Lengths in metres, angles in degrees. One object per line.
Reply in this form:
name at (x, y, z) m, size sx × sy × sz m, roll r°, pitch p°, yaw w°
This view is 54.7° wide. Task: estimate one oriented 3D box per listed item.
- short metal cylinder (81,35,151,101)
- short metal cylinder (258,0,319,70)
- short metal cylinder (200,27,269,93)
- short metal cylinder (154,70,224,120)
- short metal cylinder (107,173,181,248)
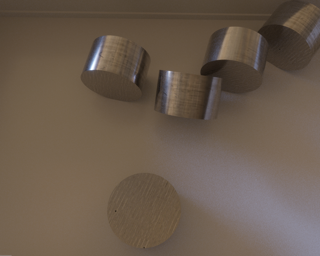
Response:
short metal cylinder at (-0.057, -0.076, 0.408) m, size 0.080 × 0.080 × 0.050 m, roll 12°, pitch 71°, yaw 4°
short metal cylinder at (0.181, -0.126, 0.428) m, size 0.080 × 0.080 × 0.050 m, roll 36°, pitch 74°, yaw 12°
short metal cylinder at (0.099, -0.088, 0.413) m, size 0.080 × 0.080 × 0.050 m, roll 15°, pitch 71°, yaw 5°
short metal cylinder at (0.036, -0.043, 0.389) m, size 0.080 × 0.080 × 0.050 m, roll 8°, pitch 100°, yaw 3°
short metal cylinder at (-0.017, 0.097, 0.361) m, size 0.081 × 0.050 × 0.080 m, roll 0°, pitch 70°, yaw 0°
